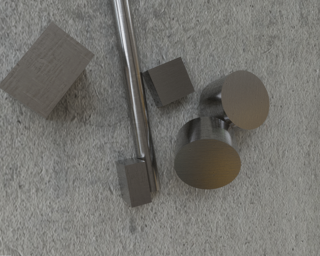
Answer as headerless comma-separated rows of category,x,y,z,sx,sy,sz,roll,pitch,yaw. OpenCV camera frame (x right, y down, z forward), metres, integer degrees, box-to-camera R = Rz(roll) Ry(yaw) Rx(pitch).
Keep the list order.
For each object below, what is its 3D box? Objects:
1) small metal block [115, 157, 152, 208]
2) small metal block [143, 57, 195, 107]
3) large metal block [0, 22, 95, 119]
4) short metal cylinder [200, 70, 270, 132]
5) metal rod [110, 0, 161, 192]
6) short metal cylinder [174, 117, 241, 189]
small metal block,-0.034,0.066,0.384,0.025,0.050,0.050,-11,94,-20
small metal block,0.011,-0.061,0.414,0.050,0.025,0.050,-26,99,-18
large metal block,-0.121,-0.056,0.335,0.050,0.080,0.080,37,78,-17
short metal cylinder,0.103,-0.034,0.429,0.081,0.050,0.080,4,80,-25
metal rod,-0.035,-0.066,0.396,0.025,0.025,0.298,-11,94,-20
short metal cylinder,0.060,0.032,0.398,0.080,0.050,0.079,3,123,4
